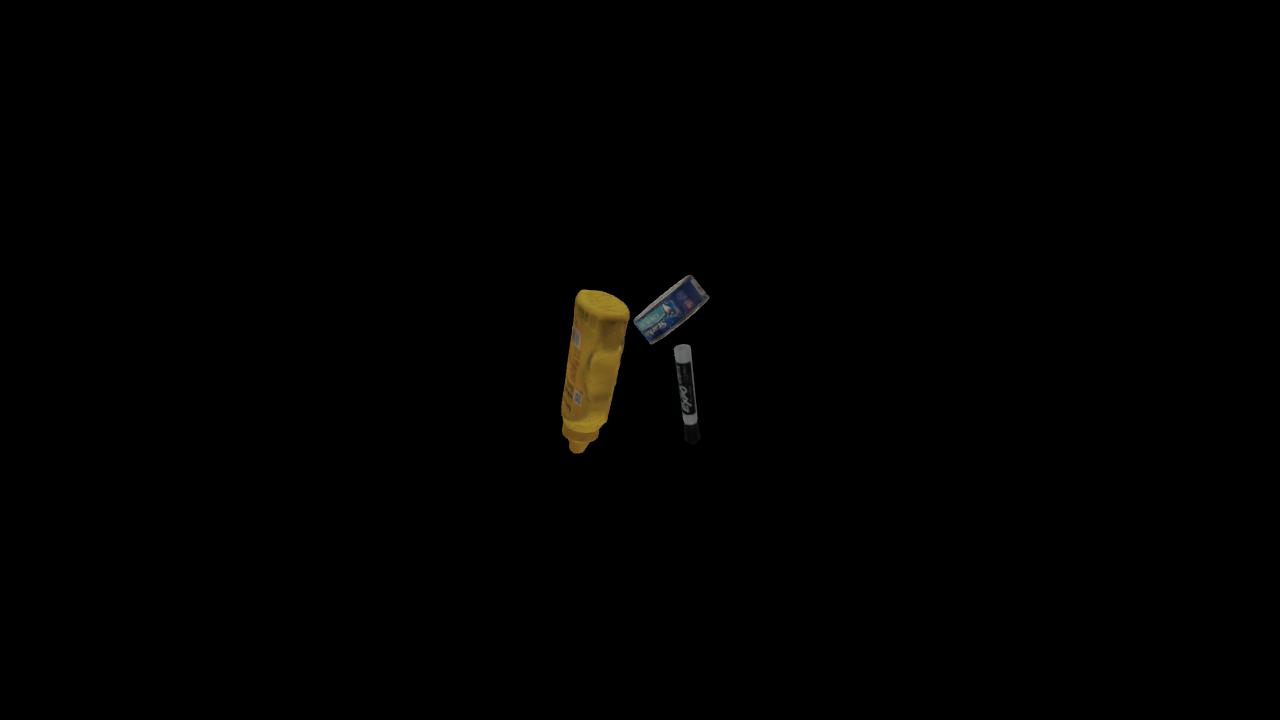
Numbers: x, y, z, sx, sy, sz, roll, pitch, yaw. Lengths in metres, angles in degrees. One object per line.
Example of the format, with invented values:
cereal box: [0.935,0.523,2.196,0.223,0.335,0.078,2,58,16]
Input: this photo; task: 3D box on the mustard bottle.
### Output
mustard bottle: [-0.056,0.022,0.679,0.054,0.184,0.092,0,24,-28]

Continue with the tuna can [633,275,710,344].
tuna can: [0.034,-0.056,0.673,0.084,0.034,0.084,-39,6,5]

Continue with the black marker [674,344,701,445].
black marker: [0.054,0.041,0.687,0.020,0.121,0.020,-7,23,3]
